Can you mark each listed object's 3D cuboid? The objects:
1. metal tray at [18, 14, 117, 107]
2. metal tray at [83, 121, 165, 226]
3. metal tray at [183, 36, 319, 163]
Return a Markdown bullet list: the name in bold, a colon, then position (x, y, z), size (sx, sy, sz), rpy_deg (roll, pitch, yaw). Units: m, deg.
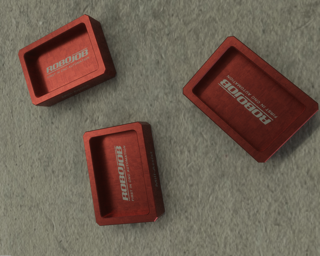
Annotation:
- **metal tray**: position (-0.138, -0.095, 0.453), size (0.130, 0.030, 0.090), rpy_deg (-21, 83, 18)
- **metal tray**: position (-0.050, 0.062, 0.422), size (0.090, 0.030, 0.129), rpy_deg (-11, 87, 19)
- **metal tray**: position (0.104, -0.034, 0.369), size (0.130, 0.030, 0.090), rpy_deg (44, 103, 14)
